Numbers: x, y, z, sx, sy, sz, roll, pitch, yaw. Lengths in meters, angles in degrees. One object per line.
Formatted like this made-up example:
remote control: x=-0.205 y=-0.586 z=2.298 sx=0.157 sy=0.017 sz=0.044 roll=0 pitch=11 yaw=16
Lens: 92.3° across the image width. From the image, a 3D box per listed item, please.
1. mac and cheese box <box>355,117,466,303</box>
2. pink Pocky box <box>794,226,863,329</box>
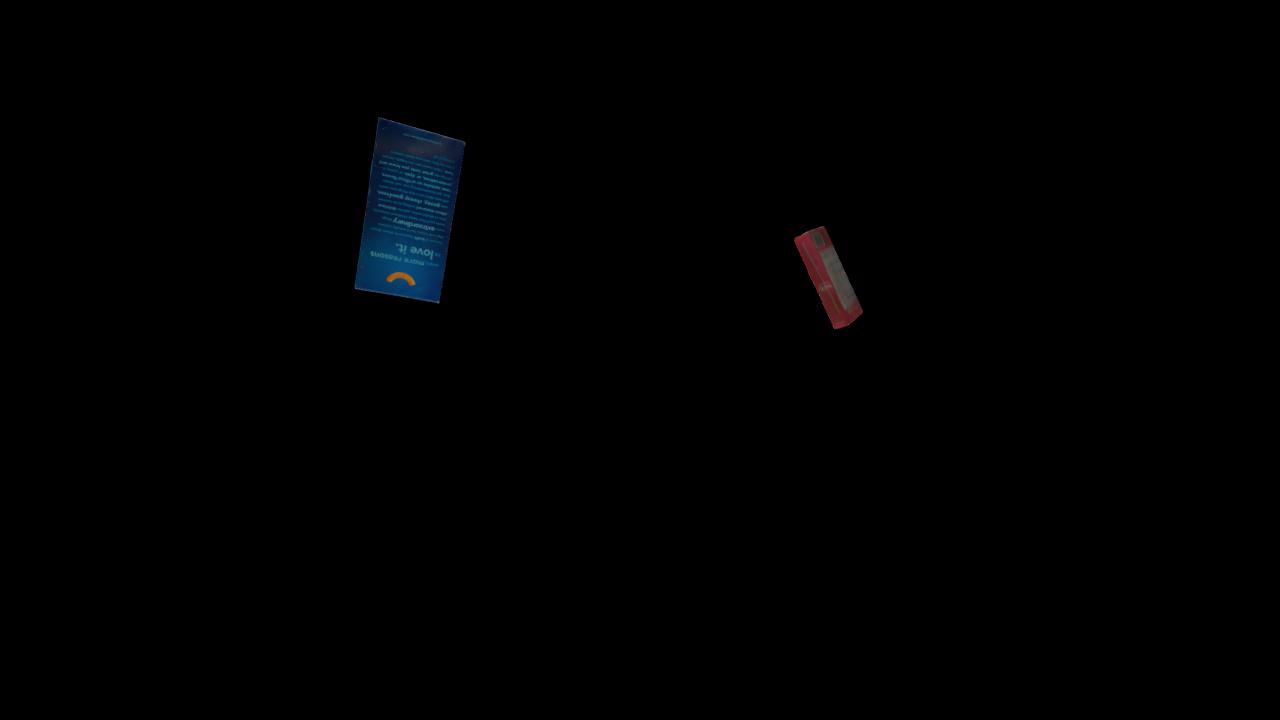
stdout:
mac and cheese box: x=-0.259 y=-0.164 z=0.691 sx=0.093 sy=0.184 sz=0.041 roll=9 pitch=7 yaw=-25
pink Pocky box: x=0.295 y=-0.129 z=0.957 sx=0.029 sy=0.155 sz=0.084 roll=-24 pitch=2 yaw=37
